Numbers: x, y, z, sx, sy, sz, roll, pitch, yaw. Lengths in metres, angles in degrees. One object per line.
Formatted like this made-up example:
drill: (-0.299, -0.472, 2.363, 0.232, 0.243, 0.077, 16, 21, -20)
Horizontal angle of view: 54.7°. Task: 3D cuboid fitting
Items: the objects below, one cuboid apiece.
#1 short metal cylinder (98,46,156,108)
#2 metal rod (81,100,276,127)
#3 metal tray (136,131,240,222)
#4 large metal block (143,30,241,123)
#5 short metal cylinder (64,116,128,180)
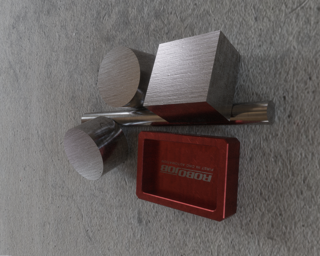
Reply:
short metal cylinder: (-0.039, -0.066, 0.422, 0.080, 0.050, 0.080, 0, 89, 40)
metal rod: (-0.002, -0.014, 0.410, 0.300, 0.025, 0.025, -1, 90, 40)
metal tray: (0.029, 0.052, 0.378, 0.130, 0.030, 0.089, 5, 93, 39)
large metal block: (0.036, -0.053, 0.344, 0.080, 0.050, 0.080, -1, 68, 40)
short metal cylinder: (-0.093, 0.028, 0.451, 0.080, 0.050, 0.079, 18, 121, 32)
